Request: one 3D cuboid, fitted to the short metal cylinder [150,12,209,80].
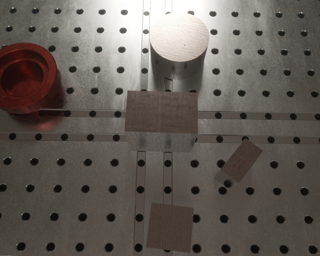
[{"bbox_3d":[0.026,-0.116,0.441,0.081,0.050,0.080,0,70,-1],"label":"short metal cylinder"}]

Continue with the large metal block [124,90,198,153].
[{"bbox_3d":[0.002,-0.005,0.384,0.081,0.080,0.050,2,70,0],"label":"large metal block"}]

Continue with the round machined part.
[{"bbox_3d":[-0.185,-0.064,0.424,0.099,0.042,0.098,0,70,-1],"label":"round machined part"}]

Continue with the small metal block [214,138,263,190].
[{"bbox_3d":[0.096,0.046,0.383,0.025,0.050,0.050,38,74,12],"label":"small metal block"}]

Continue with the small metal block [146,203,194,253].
[{"bbox_3d":[0.012,0.118,0.369,0.050,0.025,0.050,7,70,2],"label":"small metal block"}]
